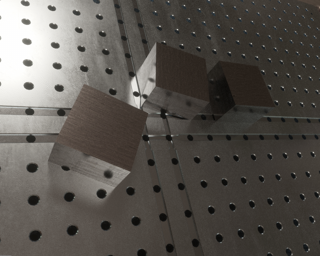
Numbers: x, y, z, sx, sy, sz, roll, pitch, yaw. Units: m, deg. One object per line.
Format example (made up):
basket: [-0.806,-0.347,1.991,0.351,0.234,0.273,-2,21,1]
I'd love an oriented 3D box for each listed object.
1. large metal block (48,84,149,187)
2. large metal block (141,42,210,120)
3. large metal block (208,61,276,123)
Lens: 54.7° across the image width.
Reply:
large metal block: [-0.068,0.009,0.351,0.080,0.050,0.080,25,53,-14]
large metal block: [0.021,-0.066,0.445,0.081,0.050,0.080,14,56,-21]
large metal block: [0.124,-0.056,0.496,0.081,0.050,0.080,1,61,-28]
